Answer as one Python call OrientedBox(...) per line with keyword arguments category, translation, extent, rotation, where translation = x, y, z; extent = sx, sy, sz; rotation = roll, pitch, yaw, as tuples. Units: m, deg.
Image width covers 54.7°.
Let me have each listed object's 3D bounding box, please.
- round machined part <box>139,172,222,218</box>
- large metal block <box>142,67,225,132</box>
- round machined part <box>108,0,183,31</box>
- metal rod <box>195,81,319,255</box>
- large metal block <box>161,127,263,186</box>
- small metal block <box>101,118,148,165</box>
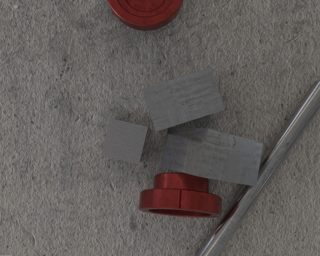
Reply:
OrientedBox(category="round machined part", translation=(0.025, 0.082, 0.377), extent=(0.099, 0.098, 0.042), rotation=(5, 70, 0))
OrientedBox(category="large metal block", translation=(0.026, -0.032, 0.383), extent=(0.080, 0.080, 0.050), rotation=(-18, 90, 0))
OrientedBox(category="round machined part", translation=(-0.018, -0.174, 0.401), extent=(0.099, 0.042, 0.097), rotation=(0, 90, 0))
OrientedBox(category="metal rod", translation=(0.132, 0.068, 0.410), extent=(0.025, 0.025, 0.299), rotation=(35, 90, 0))
OrientedBox(category="large metal block", translation=(0.059, 0.032, 0.366), extent=(0.081, 0.080, 0.050), rotation=(14, 84, -29))
OrientedBox(category="small metal block", translation=(-0.045, 0.017, 0.410), extent=(0.050, 0.025, 0.050), rotation=(13, 90, 0))
